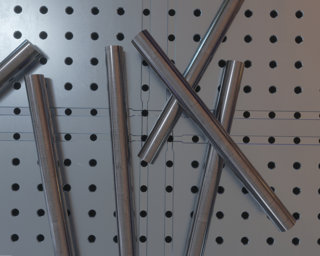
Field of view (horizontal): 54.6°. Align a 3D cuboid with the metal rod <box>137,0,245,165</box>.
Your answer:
[{"bbox_3d":[0.053,-0.088,0.413,0.025,0.025,0.299,29,90,0],"label":"metal rod"}]

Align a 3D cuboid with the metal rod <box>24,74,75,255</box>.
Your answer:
[{"bbox_3d":[-0.142,0.078,0.412,0.025,0.025,0.298,-10,90,0],"label":"metal rod"}]

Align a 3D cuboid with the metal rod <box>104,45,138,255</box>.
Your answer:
[{"bbox_3d":[-0.051,0.042,0.413,0.025,0.025,0.298,-4,90,0],"label":"metal rod"}]

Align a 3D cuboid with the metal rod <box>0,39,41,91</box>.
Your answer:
[{"bbox_3d":[-0.279,-0.007,0.411,0.300,0.025,0.025,-42,90,0],"label":"metal rod"}]

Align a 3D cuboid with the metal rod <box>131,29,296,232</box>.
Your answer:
[{"bbox_3d":[0.067,0.004,0.387,0.025,0.025,0.300,-38,90,0],"label":"metal rod"}]

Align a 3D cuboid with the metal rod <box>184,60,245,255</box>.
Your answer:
[{"bbox_3d":[0.069,0.059,0.413,0.025,0.025,0.299,12,90,0],"label":"metal rod"}]
